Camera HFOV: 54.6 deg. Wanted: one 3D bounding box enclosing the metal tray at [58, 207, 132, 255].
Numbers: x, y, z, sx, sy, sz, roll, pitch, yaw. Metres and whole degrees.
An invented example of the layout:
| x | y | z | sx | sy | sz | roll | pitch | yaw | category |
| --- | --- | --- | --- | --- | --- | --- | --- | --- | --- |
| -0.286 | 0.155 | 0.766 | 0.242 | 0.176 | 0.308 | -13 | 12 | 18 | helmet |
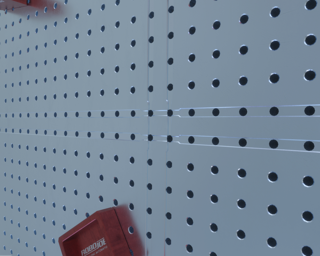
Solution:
| x | y | z | sx | sy | sz | roll | pitch | yaw | category |
| --- | --- | --- | --- | --- | --- | --- | --- | --- | --- |
| -0.107 | 0.195 | 0.496 | 0.130 | 0.030 | 0.090 | -39 | 66 | 33 | metal tray |

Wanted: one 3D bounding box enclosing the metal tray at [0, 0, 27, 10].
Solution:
| x | y | z | sx | sy | sz | roll | pitch | yaw | category |
| --- | --- | --- | --- | --- | --- | --- | --- | --- | --- |
| -0.356 | -0.285 | 0.663 | 0.130 | 0.091 | 0.030 | 11 | 98 | 39 | metal tray |
